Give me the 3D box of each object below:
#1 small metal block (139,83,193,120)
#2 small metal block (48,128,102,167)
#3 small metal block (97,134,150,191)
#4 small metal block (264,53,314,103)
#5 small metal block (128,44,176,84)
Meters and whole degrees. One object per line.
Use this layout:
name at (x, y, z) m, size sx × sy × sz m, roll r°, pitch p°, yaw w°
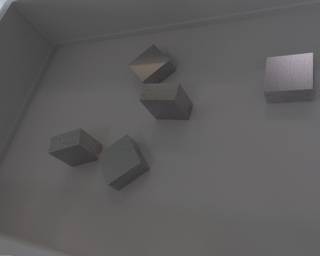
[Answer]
small metal block at (0.009, -0.034, 0.406) m, size 0.050 × 0.050 × 0.025 m, roll 3°, pitch 63°, yaw 29°
small metal block at (-0.117, 0.029, 0.434) m, size 0.050 × 0.050 × 0.025 m, roll -16°, pitch 56°, yaw 19°
small metal block at (-0.048, 0.045, 0.404) m, size 0.050 × 0.025 × 0.050 m, roll -35°, pitch 51°, yaw 5°
small metal block at (0.151, -0.058, 0.362) m, size 0.050 × 0.025 × 0.050 m, roll -1°, pitch 61°, yaw 28°
small metal block at (-0.012, -0.091, 0.468) m, size 0.050 × 0.025 × 0.050 m, roll -39°, pitch 51°, yaw 2°
